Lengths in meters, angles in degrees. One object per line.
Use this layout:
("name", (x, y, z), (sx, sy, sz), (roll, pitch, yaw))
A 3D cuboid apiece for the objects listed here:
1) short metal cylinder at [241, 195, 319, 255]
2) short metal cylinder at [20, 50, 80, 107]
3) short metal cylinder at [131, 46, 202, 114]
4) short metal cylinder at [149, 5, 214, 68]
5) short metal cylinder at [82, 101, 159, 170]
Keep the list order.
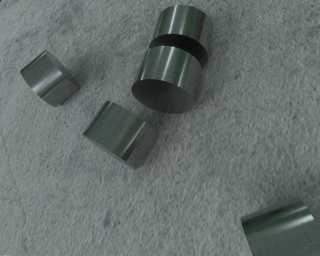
("short metal cylinder", (0.106, 0.102, 0.250), (0.050, 0.080, 0.080), (-26, 53, 12))
("short metal cylinder", (-0.179, -0.081, 0.509), (0.050, 0.080, 0.080), (-40, 51, 1))
("short metal cylinder", (0.009, -0.060, 0.399), (0.080, 0.080, 0.050), (2, 63, 29))
("short metal cylinder", (0.030, -0.120, 0.425), (0.080, 0.080, 0.050), (0, 62, 27))
("short metal cylinder", (-0.049, 0.010, 0.387), (0.080, 0.080, 0.050), (24, 75, 36))
